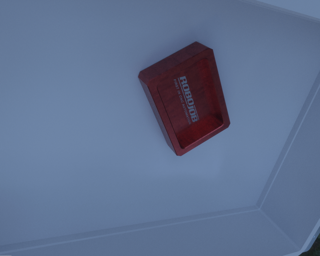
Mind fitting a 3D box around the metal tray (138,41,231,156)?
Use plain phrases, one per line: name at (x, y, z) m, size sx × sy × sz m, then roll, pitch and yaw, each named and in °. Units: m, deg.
metal tray at (0.037, -0.034, 0.406) m, size 0.090 × 0.030 × 0.129 m, roll -31°, pitch 129°, yaw -9°
